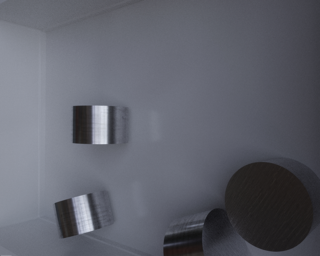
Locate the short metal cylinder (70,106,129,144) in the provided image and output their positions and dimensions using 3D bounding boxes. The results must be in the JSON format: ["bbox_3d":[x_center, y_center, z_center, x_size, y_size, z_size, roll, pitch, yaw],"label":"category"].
[{"bbox_3d":[-0.085,-0.005,0.439,0.080,0.081,0.050,1,91,39],"label":"short metal cylinder"}]

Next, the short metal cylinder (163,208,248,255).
[{"bbox_3d":[0.050,0.131,0.329,0.050,0.081,0.080,-27,74,37],"label":"short metal cylinder"}]

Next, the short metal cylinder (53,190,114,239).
[{"bbox_3d":[-0.114,0.128,0.462,0.080,0.081,0.050,-24,75,37],"label":"short metal cylinder"}]

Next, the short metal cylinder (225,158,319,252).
[{"bbox_3d":[0.111,0.070,0.298,0.080,0.050,0.079,0,90,39],"label":"short metal cylinder"}]
